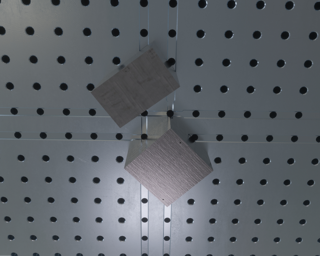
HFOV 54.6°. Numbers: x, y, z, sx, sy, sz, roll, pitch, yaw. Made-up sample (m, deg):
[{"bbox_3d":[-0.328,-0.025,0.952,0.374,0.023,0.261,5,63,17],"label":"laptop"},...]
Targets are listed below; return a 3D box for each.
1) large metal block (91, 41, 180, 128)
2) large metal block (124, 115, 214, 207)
[{"bbox_3d":[-0.026,-0.054,0.364,0.080,0.080,0.050,-34,107,11],"label":"large metal block"},{"bbox_3d":[0.011,0.044,0.416,0.080,0.050,0.080,-42,105,14],"label":"large metal block"}]
